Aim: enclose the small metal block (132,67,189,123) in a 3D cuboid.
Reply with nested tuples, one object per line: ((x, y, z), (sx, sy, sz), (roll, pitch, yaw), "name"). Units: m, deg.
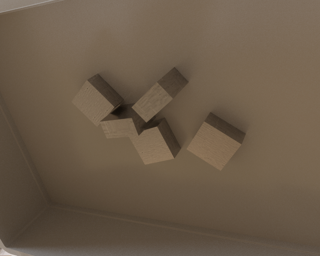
((0.001, -0.040, 0.366), (0.025, 0.050, 0.050), (46, 129, -4), "small metal block")

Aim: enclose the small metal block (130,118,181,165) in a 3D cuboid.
((-0.007, 0.019, 0.423), (0.050, 0.025, 0.050), (-16, 110, 34), "small metal block")

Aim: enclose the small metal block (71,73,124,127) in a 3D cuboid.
((-0.087, -0.038, 0.429), (0.050, 0.025, 0.050), (45, 129, -4), "small metal block")

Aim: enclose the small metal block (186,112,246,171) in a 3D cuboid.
((0.069, 0.017, 0.382), (0.050, 0.025, 0.050), (32, 128, 6), "small metal block")

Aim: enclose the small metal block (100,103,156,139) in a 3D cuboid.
((-0.041, -0.011, 0.406), (0.050, 0.050, 0.025), (-5, 116, 30), "small metal block")
